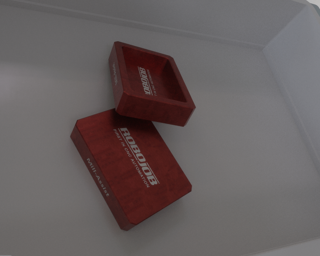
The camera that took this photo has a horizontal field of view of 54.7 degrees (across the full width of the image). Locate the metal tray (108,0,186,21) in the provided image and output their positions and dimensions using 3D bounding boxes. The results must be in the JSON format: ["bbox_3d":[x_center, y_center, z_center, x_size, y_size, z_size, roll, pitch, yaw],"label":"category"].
[{"bbox_3d":[-0.025,-0.244,0.539,0.131,0.030,0.090,6,59,-25],"label":"metal tray"}]

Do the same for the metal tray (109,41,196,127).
[{"bbox_3d":[-0.015,-0.061,0.403,0.091,0.030,0.130,10,37,-23],"label":"metal tray"}]

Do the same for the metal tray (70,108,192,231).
[{"bbox_3d":[-0.033,0.039,0.361,0.091,0.030,0.130,-22,74,-36],"label":"metal tray"}]
